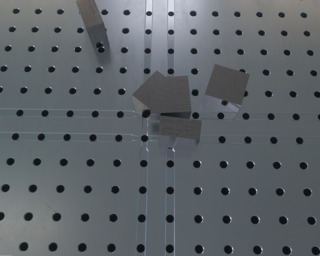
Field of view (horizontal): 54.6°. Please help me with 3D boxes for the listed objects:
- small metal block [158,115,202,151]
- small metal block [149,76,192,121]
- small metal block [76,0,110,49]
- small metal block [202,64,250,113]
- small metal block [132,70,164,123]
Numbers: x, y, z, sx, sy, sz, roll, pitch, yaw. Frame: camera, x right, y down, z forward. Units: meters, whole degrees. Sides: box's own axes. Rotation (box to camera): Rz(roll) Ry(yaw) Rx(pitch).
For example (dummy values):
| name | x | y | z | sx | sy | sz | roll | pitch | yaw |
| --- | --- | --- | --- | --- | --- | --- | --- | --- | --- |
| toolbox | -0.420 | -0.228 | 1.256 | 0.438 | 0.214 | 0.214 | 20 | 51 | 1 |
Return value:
| name | x | y | z | sx | sy | sz | roll | pitch | yaw |
| --- | --- | --- | --- | --- | --- | --- | --- | --- | --- |
| small metal block | 0.024 | 0.008 | 0.396 | 0.050 | 0.050 | 0.025 | 7 | 70 | 3 |
| small metal block | 0.012 | -0.038 | 0.399 | 0.050 | 0.025 | 0.050 | -3 | 70 | -1 |
| small metal block | -0.098 | -0.153 | 0.454 | 0.025 | 0.050 | 0.050 | -21 | 72 | -7 |
| small metal block | 0.092 | -0.055 | 0.433 | 0.050 | 0.025 | 0.050 | 18 | 71 | 6 |
| small metal block | -0.002 | -0.043 | 0.427 | 0.050 | 0.025 | 0.050 | 39 | 74 | 13 |
